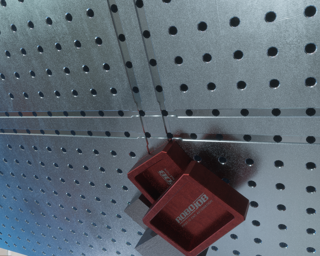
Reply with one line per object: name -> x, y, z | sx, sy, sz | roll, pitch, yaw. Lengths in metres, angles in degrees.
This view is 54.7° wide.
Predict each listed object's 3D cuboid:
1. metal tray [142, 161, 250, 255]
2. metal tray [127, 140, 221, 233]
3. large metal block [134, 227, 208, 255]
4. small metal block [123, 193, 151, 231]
metal tray -> 0.043, 0.113, 0.414 | 0.090, 0.030, 0.129 | 37, 129, 3
metal tray -> 0.026, 0.090, 0.448 | 0.130, 0.030, 0.090 | 48, 128, -6
large metal block -> 0.020, 0.190, 0.501 | 0.080, 0.050, 0.080 | 43, 129, -2
small metal block -> -0.023, 0.134, 0.504 | 0.050, 0.025, 0.050 | 42, 129, -1
